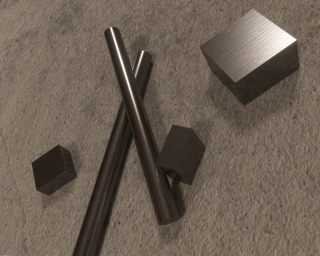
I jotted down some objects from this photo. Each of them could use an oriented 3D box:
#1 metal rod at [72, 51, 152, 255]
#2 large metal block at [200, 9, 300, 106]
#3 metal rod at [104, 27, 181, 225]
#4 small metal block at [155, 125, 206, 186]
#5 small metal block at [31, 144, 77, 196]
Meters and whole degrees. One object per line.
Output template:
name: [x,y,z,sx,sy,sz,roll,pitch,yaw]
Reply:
metal rod: [-0.057,0.019,0.420,0.025,0.025,0.300,0,61,28]
large metal block: [0.110,-0.088,0.384,0.080,0.050,0.080,-35,52,4]
metal rod: [-0.032,-0.023,0.408,0.025,0.025,0.299,-26,60,12]
small metal block: [0.025,0.031,0.354,0.025,0.050,0.050,12,68,33]
small metal block: [-0.152,0.060,0.445,0.050,0.025,0.050,-34,52,5]
